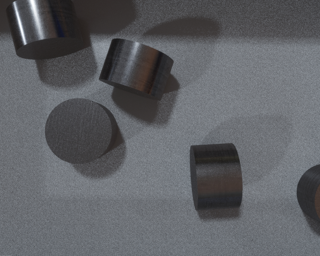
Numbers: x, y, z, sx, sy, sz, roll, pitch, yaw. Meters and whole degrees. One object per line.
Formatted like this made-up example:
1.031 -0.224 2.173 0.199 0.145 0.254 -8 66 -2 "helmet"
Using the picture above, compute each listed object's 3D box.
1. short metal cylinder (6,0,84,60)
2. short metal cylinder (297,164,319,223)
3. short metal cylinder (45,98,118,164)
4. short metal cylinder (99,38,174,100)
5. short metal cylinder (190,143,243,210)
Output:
-0.141 -0.121 0.383 0.080 0.080 0.050 -14 90 0 "short metal cylinder"
0.228 0.089 0.401 0.081 0.050 0.080 0 90 0 "short metal cylinder"
-0.098 0.004 0.398 0.081 0.050 0.080 0 90 0 "short metal cylinder"
-0.029 -0.070 0.383 0.080 0.080 0.050 18 90 0 "short metal cylinder"
0.067 0.060 0.384 0.050 0.080 0.080 -4 90 0 "short metal cylinder"
